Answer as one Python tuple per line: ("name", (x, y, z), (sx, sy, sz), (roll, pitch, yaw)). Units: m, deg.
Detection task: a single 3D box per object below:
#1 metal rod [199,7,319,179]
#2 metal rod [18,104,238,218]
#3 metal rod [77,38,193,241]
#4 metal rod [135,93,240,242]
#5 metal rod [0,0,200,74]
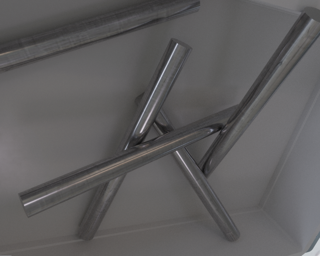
("metal rod", (0.098, -0.008, 0.380), (0.025, 0.025, 0.298), (-9, 146, -24))
("metal rod", (-0.006, 0.025, 0.365), (0.302, 0.025, 0.025), (-21, 128, -31))
("metal rod", (-0.042, 0.032, 0.383), (0.025, 0.025, 0.298), (11, 120, -33))
("metal rod", (0.052, 0.071, 0.449), (0.025, 0.025, 0.299), (-36, 120, -5))
("metal rod", (-0.097, -0.085, 0.302), (0.302, 0.025, 0.025), (-22, 127, -15))
